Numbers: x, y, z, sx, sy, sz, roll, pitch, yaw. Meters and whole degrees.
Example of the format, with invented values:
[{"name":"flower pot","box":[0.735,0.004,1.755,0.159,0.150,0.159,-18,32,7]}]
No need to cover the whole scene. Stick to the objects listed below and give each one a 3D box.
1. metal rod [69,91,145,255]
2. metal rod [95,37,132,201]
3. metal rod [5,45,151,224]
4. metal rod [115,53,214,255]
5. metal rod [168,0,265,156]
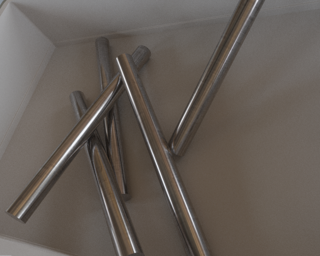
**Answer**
[{"name":"metal rod","box":[-0.081,0.037,0.397,0.025,0.025,0.300,-36,43,4]},{"name":"metal rod","box":[-0.075,-0.033,0.463,0.025,0.025,0.299,-23,53,14]},{"name":"metal rod","box":[-0.090,-0.013,0.411,0.025,0.025,0.301,8,51,31]},{"name":"metal rod","box":[-0.002,0.023,0.367,0.025,0.025,0.299,-28,60,10]},{"name":"metal rod","box":[0.082,-0.102,0.345,0.025,0.025,0.298,37,107,38]}]
